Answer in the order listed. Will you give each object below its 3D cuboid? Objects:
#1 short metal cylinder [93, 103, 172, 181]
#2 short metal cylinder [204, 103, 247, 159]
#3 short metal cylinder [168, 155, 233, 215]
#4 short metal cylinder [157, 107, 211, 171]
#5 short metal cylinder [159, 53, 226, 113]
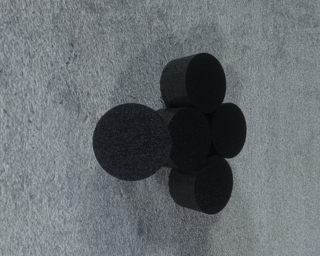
[{"bbox_3d":[-0.027,0.015,0.340,0.080,0.050,0.080,0,89,4],"label":"short metal cylinder"},{"bbox_3d":[0.084,0.004,0.460,0.081,0.050,0.080,0,90,-40],"label":"short metal cylinder"},{"bbox_3d":[0.058,0.077,0.439,0.081,0.050,0.080,0,90,-40],"label":"short metal cylinder"},{"bbox_3d":[0.022,0.013,0.408,0.081,0.050,0.080,0,90,-40],"label":"short metal cylinder"},{"bbox_3d":[0.046,-0.060,0.428,0.081,0.050,0.080,0,90,-40],"label":"short metal cylinder"}]
